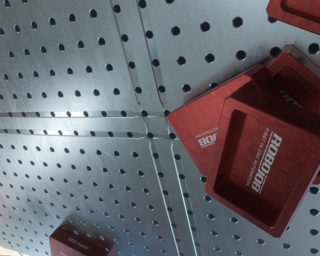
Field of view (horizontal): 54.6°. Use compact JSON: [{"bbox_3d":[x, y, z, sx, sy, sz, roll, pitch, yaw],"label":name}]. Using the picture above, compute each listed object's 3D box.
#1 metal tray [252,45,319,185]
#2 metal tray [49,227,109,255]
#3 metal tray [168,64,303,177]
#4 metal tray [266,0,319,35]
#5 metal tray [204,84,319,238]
[{"bbox_3d":[0.148,-0.010,0.323,0.130,0.030,0.090,40,129,0],"label":"metal tray"},{"bbox_3d":[-0.177,0.278,0.675,0.130,0.030,0.089,20,126,16],"label":"metal tray"},{"bbox_3d":[0.076,-0.001,0.340,0.130,0.030,0.090,-26,96,51],"label":"metal tray"},{"bbox_3d":[0.166,-0.115,0.248,0.130,0.030,0.089,25,128,12],"label":"metal tray"},{"bbox_3d":[0.096,0.035,0.294,0.090,0.030,0.129,30,135,28],"label":"metal tray"}]
